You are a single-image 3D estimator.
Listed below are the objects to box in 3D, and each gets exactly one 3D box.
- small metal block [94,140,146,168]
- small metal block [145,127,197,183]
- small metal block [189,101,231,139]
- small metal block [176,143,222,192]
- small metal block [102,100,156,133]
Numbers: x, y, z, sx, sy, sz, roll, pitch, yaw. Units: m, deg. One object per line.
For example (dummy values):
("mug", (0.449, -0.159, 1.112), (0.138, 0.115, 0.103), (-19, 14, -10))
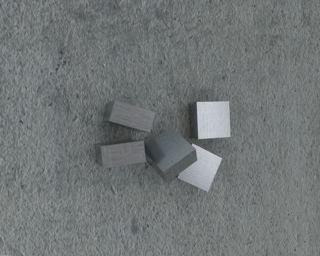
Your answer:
("small metal block", (-0.050, 0.030, 0.377), (0.050, 0.050, 0.025), (-7, 93, -20))
("small metal block", (0.012, 0.033, 0.398), (0.050, 0.050, 0.025), (-34, 141, -17))
("small metal block", (0.070, -0.011, 0.435), (0.050, 0.025, 0.050), (-3, 91, -20))
("small metal block", (0.050, 0.054, 0.427), (0.050, 0.025, 0.050), (27, 81, -18))
("small metal block", (-0.040, -0.013, 0.381), (0.050, 0.050, 0.025), (17, 85, -19))
